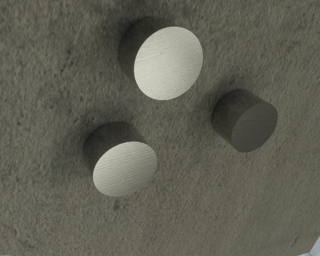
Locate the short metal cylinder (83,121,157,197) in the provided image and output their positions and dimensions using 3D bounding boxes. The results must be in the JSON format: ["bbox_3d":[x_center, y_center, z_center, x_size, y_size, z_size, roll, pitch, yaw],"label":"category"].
[{"bbox_3d":[-0.051,0.038,0.388,0.081,0.050,0.079,-14,125,-21],"label":"short metal cylinder"}]

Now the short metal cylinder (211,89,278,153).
[{"bbox_3d":[0.123,-0.011,0.453,0.081,0.050,0.079,-14,125,-21],"label":"short metal cylinder"}]

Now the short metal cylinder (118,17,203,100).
[{"bbox_3d":[0.000,-0.078,0.344,0.081,0.050,0.079,-14,125,-21],"label":"short metal cylinder"}]
